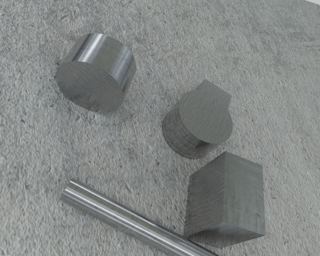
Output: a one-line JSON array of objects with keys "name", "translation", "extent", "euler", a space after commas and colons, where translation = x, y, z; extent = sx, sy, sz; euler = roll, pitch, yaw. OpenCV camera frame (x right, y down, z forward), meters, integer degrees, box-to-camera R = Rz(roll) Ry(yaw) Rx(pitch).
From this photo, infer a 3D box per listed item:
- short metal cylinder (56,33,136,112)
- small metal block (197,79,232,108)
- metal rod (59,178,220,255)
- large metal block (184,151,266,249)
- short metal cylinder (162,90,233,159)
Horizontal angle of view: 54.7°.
[{"name": "short metal cylinder", "translation": [-0.074, -0.064, 0.367], "extent": [0.080, 0.080, 0.050], "euler": [26, 53, -12]}, {"name": "small metal block", "translation": [0.076, -0.039, 0.468], "extent": [0.050, 0.025, 0.050], "euler": [31, 52, -8]}, {"name": "metal rod", "translation": [0.033, 0.137, 0.337], "extent": [0.301, 0.025, 0.025], "euler": [30, 52, -9]}, {"name": "large metal block", "translation": [0.072, 0.085, 0.355], "extent": [0.050, 0.080, 0.080], "euler": [22, 54, -16]}, {"name": "short metal cylinder", "translation": [0.050, -0.004, 0.417], "extent": [0.081, 0.050, 0.080], "euler": [14, 56, -21]}]
